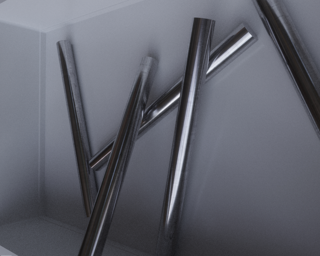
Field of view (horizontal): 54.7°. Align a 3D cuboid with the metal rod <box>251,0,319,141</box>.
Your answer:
[{"bbox_3d":[0.146,-0.022,0.285,0.025,0.025,0.299,-30,72,36],"label":"metal rod"}]

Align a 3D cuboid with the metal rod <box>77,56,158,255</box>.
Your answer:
[{"bbox_3d":[-0.051,0.047,0.369,0.025,0.025,0.299,-2,64,39],"label":"metal rod"}]

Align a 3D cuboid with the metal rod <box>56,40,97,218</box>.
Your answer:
[{"bbox_3d":[-0.137,-0.004,0.516,0.025,0.025,0.299,-20,77,38],"label":"metal rod"}]

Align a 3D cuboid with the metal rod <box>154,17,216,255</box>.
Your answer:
[{"bbox_3d":[0.025,0.028,0.364,0.025,0.025,0.298,20,109,38],"label":"metal rod"}]

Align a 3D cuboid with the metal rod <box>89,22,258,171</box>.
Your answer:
[{"bbox_3d":[-0.002,-0.023,0.406,0.299,0.025,0.025,-39,67,32],"label":"metal rod"}]
